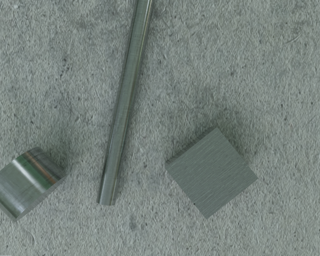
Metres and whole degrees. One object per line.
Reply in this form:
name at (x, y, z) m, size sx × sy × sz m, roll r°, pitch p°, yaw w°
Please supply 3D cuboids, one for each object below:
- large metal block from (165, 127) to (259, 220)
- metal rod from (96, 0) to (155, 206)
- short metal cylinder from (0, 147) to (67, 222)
large metal block at (0.062, 0.055, 0.398) m, size 0.080 × 0.050 × 0.080 m, roll -39°, pitch 90°, yaw 0°
metal rod at (-0.043, -0.048, 0.409) m, size 0.025 × 0.025 × 0.298 m, roll 11°, pitch 90°, yaw 0°
short metal cylinder at (-0.163, 0.068, 0.381) m, size 0.080 × 0.080 × 0.050 m, roll -43°, pitch 90°, yaw 0°
